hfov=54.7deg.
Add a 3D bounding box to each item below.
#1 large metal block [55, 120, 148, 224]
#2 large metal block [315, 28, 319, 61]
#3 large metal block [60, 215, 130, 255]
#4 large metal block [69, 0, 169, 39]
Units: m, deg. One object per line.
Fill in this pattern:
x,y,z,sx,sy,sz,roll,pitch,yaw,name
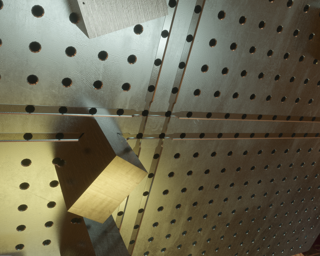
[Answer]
-0.072,0.050,0.368,0.080,0.080,0.050,-48,129,6,large metal block
0.291,-0.146,0.467,0.081,0.050,0.080,-22,127,-16,large metal block
-0.094,0.179,0.436,0.050,0.080,0.080,18,109,-36,large metal block
-0.045,-0.138,0.286,0.081,0.050,0.080,-23,127,-15,large metal block
